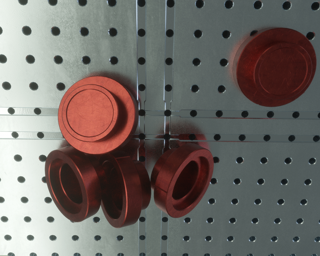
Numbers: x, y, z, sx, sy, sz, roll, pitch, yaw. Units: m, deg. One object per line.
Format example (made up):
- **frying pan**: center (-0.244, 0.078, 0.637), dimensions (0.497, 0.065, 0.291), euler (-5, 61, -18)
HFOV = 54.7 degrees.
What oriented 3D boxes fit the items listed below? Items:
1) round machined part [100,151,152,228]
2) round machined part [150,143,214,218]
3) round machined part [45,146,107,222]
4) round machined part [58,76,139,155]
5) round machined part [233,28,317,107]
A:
- **round machined part**: center (-0.046, 0.078, 0.411), dimensions (0.042, 0.098, 0.097), euler (-5, 114, -32)
- **round machined part**: center (0.025, 0.065, 0.410), dimensions (0.042, 0.099, 0.097), euler (24, 115, 37)
- **round machined part**: center (-0.108, 0.070, 0.411), dimensions (0.098, 0.042, 0.097), euler (15, 113, 39)
- **round machined part**: center (-0.078, -0.016, 0.378), dimensions (0.099, 0.042, 0.097), euler (0, 86, 7)
- **round machined part**: center (0.143, -0.072, 0.380), dimensions (0.099, 0.042, 0.097), euler (0, 110, -1)
